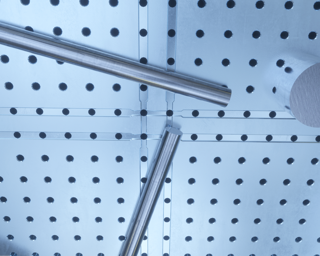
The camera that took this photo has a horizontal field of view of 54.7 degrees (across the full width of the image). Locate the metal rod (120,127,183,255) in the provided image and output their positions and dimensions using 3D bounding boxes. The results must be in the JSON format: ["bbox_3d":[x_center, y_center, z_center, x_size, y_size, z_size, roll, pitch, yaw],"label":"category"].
[{"bbox_3d":[-0.027,0.137,0.463,0.025,0.025,0.298,17,109,-6],"label":"metal rod"}]

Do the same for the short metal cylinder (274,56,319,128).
[{"bbox_3d":[0.191,-0.046,0.385,0.081,0.050,0.079,0,109,0],"label":"short metal cylinder"}]

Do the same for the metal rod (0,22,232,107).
[{"bbox_3d":[-0.058,-0.077,0.384,0.302,0.025,0.025,15,109,-6],"label":"metal rod"}]
